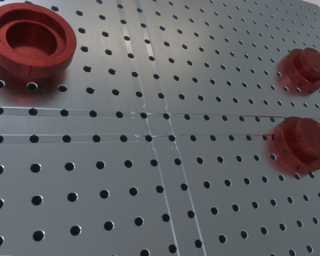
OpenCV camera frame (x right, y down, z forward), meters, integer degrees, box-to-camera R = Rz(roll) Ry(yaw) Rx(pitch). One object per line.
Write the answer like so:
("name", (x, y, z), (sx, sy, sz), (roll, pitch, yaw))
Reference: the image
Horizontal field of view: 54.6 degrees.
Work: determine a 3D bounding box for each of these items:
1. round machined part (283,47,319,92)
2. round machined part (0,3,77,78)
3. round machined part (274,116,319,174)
("round machined part", (0.308, -0.126, 0.638), (0.099, 0.042, 0.098), (13, 56, -21))
("round machined part", (-0.155, -0.100, 0.374), (0.099, 0.042, 0.098), (13, 56, -21))
("round machined part", (0.242, 0.022, 0.513), (0.099, 0.042, 0.098), (13, 56, -21))
